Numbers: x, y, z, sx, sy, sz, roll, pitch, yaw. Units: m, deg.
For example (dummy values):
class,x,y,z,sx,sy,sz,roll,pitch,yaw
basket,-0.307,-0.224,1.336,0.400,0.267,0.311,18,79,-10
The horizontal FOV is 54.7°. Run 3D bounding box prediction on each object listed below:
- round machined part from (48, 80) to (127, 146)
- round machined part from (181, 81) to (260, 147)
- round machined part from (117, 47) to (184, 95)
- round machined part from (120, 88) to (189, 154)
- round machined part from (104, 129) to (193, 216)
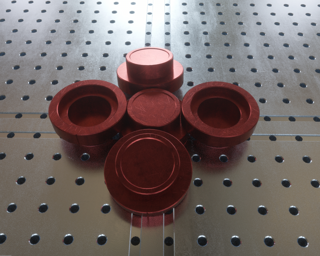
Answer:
class,x,y,z,sx,sy,sz,roll,pitch,yaw
round machined part,-0.091,-0.016,0.408,0.099,0.042,0.098,0,50,0
round machined part,0.077,-0.014,0.408,0.099,0.042,0.098,0,50,0
round machined part,-0.014,-0.087,0.455,0.099,0.042,0.098,-1,36,1
round machined part,-0.008,-0.015,0.407,0.099,0.042,0.098,0,50,0
round machined part,-0.013,0.045,0.344,0.099,0.042,0.098,0,65,0
